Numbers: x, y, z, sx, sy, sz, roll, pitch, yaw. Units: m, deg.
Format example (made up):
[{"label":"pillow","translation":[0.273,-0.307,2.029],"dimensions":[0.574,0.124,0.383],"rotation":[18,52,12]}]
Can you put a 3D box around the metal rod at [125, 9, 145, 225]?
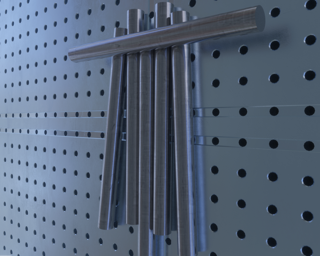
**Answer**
[{"label":"metal rod","translation":[-0.035,-0.015,0.440],"dimensions":[0.025,0.025,0.298],"rotation":[1,91,40]}]

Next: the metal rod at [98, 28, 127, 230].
[{"label":"metal rod","translation":[-0.069,0.004,0.466],"dimensions":[0.025,0.025,0.298],"rotation":[9,96,40]}]

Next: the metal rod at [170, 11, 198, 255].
[{"label":"metal rod","translation":[0.030,0.006,0.386],"dimensions":[0.025,0.025,0.298],"rotation":[-3,88,40]}]

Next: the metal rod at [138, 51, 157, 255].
[{"label":"metal rod","translation":[-0.017,0.041,0.424],"dimensions":[0.025,0.025,0.298],"rotation":[1,91,40]}]

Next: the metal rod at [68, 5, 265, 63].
[{"label":"metal rod","translation":[-0.019,-0.110,0.393],"dimensions":[0.300,0.025,0.025],"rotation":[3,92,40]}]

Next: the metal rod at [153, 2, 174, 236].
[{"label":"metal rod","translation":[0.004,-0.011,0.408],"dimensions":[0.025,0.025,0.298],"rotation":[1,91,40]}]
